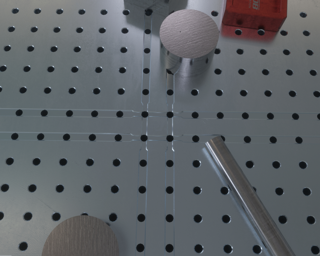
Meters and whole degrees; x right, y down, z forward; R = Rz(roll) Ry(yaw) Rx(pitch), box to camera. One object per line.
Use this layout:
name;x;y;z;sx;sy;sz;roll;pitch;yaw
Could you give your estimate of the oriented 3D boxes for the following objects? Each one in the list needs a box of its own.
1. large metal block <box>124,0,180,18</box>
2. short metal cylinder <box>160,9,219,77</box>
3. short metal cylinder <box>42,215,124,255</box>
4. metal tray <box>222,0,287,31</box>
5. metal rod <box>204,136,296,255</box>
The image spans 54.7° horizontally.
large metal block;-0.004;-0.230;0.482;0.080;0.050;0.080;25;72;9
short metal cylinder;0.040;-0.120;0.443;0.081;0.050;0.080;0;70;0
short metal cylinder;-0.083;0.141;0.346;0.081;0.050;0.080;0;70;0
metal tray;0.152;-0.220;0.490;0.090;0.030;0.130;9;70;3
metal rod;0.138;0.141;0.360;0.025;0.025;0.299;-27;72;-9
